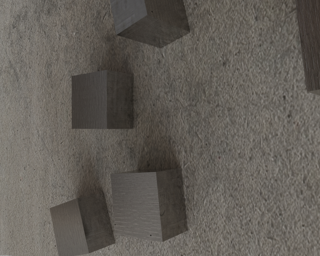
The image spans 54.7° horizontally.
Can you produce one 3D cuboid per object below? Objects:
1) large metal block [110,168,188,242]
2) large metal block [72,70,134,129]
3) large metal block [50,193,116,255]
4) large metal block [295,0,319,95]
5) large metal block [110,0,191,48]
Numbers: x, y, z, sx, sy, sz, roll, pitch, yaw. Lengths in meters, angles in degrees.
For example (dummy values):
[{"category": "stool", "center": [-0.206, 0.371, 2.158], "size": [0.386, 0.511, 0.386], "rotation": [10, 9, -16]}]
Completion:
[{"category": "large metal block", "center": [-0.015, 0.095, 0.401], "size": [0.080, 0.050, 0.080], "rotation": [-9, 84, 39]}, {"category": "large metal block", "center": [-0.086, -0.039, 0.460], "size": [0.080, 0.050, 0.080], "rotation": [0, 90, 40]}, {"category": "large metal block", "center": [-0.124, 0.154, 0.492], "size": [0.080, 0.050, 0.080], "rotation": [-26, 74, 37]}, {"category": "large metal block", "center": [0.165, -0.074, 0.253], "size": [0.080, 0.050, 0.080], "rotation": [-9, 85, 39]}, {"category": "large metal block", "center": [-0.014, -0.153, 0.381], "size": [0.050, 0.081, 0.080], "rotation": [-19, 78, 38]}]
